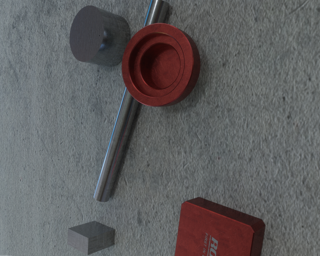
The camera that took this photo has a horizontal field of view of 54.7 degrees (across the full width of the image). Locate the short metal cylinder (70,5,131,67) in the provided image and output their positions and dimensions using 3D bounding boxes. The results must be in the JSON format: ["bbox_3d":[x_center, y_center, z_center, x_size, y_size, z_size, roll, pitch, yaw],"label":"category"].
[{"bbox_3d":[-0.090,-0.135,0.463,0.080,0.050,0.080,0,90,40],"label":"short metal cylinder"}]

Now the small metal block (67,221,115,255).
[{"bbox_3d":[-0.106,0.167,0.476,0.050,0.050,0.025,5,94,40],"label":"small metal block"}]

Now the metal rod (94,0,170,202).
[{"bbox_3d":[-0.045,-0.029,0.442,0.025,0.025,0.298,29,108,36],"label":"metal rod"}]

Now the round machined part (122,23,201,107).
[{"bbox_3d":[0.005,-0.075,0.383,0.098,0.042,0.097,2,94,29],"label":"round machined part"}]

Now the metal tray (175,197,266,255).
[{"bbox_3d":[0.061,0.155,0.351,0.090,0.030,0.129,12,98,39],"label":"metal tray"}]
